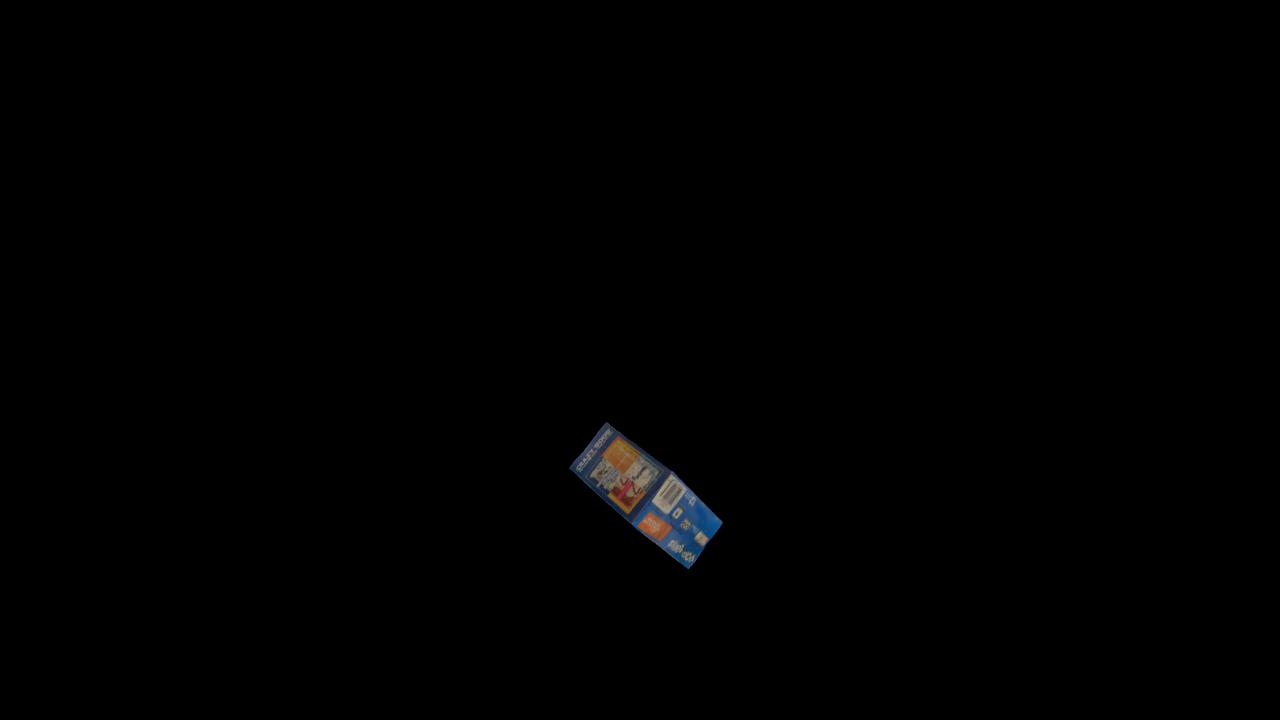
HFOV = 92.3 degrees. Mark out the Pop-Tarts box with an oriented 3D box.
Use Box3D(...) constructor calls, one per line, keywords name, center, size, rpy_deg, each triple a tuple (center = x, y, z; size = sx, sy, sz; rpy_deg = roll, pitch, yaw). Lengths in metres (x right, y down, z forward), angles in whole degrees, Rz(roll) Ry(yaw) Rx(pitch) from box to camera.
Box3D(name="Pop-Tarts box", center=(0.010, 0.183, 0.827), size=(0.141, 0.083, 0.167), rpy_deg=(31, -15, 44))
